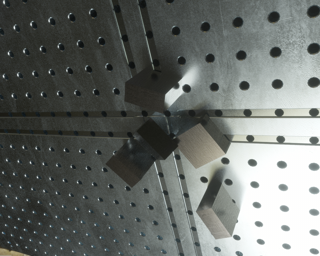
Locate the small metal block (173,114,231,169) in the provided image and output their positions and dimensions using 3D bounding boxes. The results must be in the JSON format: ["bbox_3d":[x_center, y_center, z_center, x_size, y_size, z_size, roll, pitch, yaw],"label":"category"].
[{"bbox_3d":[0.052,0.018,0.395,0.050,0.025,0.050,-34,99,38],"label":"small metal block"}]

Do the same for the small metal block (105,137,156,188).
[{"bbox_3d":[-0.041,0.049,0.447,0.050,0.050,0.025,43,129,-1],"label":"small metal block"}]

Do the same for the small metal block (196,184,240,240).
[{"bbox_3d":[0.080,0.114,0.423,0.025,0.050,0.050,-26,104,37],"label":"small metal block"}]

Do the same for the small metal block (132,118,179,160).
[{"bbox_3d":[-0.008,0.016,0.409,0.050,0.025,0.050,46,167,-4],"label":"small metal block"}]

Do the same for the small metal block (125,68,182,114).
[{"bbox_3d":[-0.008,-0.046,0.371,0.050,0.050,0.025,19,126,17],"label":"small metal block"}]
